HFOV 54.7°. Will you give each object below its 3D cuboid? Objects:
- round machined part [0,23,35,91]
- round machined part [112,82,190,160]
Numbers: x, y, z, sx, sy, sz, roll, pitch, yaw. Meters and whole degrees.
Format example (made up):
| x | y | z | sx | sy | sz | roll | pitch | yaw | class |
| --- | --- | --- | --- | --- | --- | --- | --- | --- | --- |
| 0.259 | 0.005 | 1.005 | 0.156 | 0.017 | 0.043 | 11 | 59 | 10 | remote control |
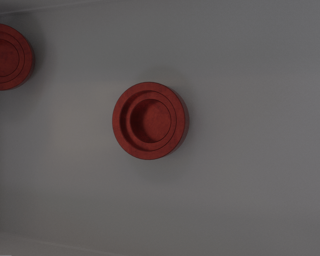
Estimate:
| x | y | z | sx | sy | sz | roll | pitch | yaw | class |
| --- | --- | --- | --- | --- | --- | --- | --- | --- | --- |
| -0.242 | -0.106 | 0.472 | 0.099 | 0.042 | 0.097 | -1 | 96 | -10 | round machined part |
| -0.009 | -0.009 | 0.405 | 0.098 | 0.042 | 0.097 | 0 | 90 | 20 | round machined part |
